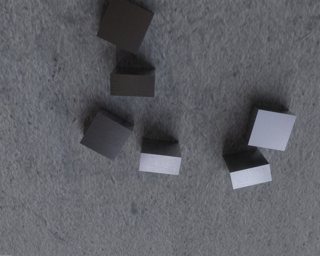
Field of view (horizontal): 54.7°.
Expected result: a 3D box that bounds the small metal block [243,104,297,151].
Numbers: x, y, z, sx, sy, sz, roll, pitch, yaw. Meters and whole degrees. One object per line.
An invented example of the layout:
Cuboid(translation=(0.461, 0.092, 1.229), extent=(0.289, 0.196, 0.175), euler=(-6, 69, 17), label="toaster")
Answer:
Cuboid(translation=(0.145, -0.001, 0.412), extent=(0.050, 0.025, 0.050), euler=(9, 110, -4), label="small metal block")

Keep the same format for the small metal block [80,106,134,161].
Cuboid(translation=(-0.070, 0.008, 0.412), extent=(0.050, 0.025, 0.050), euler=(30, 107, -11), label="small metal block")

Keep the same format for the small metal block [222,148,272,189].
Cuboid(translation=(0.116, 0.054, 0.418), extent=(0.050, 0.050, 0.025), euler=(-14, 110, 4), label="small metal block")

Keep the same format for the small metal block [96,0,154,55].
Cuboid(translation=(-0.040, -0.121, 0.364), extent=(0.050, 0.025, 0.050), euler=(24, 108, -9), label="small metal block")

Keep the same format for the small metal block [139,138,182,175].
Cuboid(translation=(0.000, 0.037, 0.410), extent=(0.050, 0.050, 0.025), euler=(7, 110, -3), label="small metal block")

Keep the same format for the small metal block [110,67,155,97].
Cuboid(translation=(-0.031, -0.057, 0.375), extent=(0.050, 0.050, 0.025), euler=(2, 110, -1), label="small metal block")
